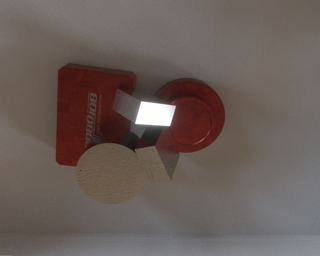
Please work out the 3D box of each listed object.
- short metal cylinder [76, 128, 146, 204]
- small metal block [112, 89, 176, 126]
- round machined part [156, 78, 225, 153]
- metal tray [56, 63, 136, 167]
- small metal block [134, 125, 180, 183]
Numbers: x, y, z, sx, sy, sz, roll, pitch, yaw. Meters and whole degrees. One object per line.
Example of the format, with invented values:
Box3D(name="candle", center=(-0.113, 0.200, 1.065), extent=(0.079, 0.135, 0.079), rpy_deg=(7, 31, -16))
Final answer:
Box3D(name="short metal cylinder", center=(-0.057, 0.045, 0.380), extent=(0.081, 0.050, 0.079), rpy_deg=(0, 110, -1))
Box3D(name="small metal block", center=(-0.019, -0.024, 0.360), extent=(0.050, 0.050, 0.025), rpy_deg=(3, 109, -41))
Box3D(name="round machined part", center=(0.034, -0.012, 0.396), extent=(0.099, 0.042, 0.097), rpy_deg=(0, 110, -1))
Box3D(name="metal tray", center=(-0.083, -0.012, 0.399), extent=(0.091, 0.030, 0.129), rpy_deg=(7, 110, -3))
Box3D(name="small metal block", center=(-0.001, 0.029, 0.365), extent=(0.025, 0.050, 0.050), rpy_deg=(-12, 118, 24))
